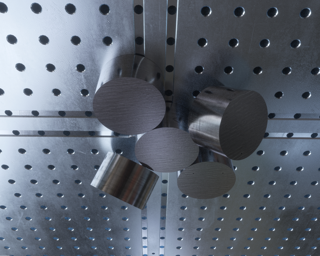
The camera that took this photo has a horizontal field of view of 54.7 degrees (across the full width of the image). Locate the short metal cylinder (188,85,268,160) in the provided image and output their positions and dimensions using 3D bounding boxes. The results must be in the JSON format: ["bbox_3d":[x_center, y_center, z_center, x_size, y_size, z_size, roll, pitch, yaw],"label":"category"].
[{"bbox_3d":[0.080,-0.008,0.363,0.081,0.050,0.079,-11,109,-34],"label":"short metal cylinder"}]

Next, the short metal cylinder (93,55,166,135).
[{"bbox_3d":[-0.034,-0.038,0.362,0.081,0.050,0.079,0,130,0],"label":"short metal cylinder"}]

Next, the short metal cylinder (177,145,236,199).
[{"bbox_3d":[0.064,0.057,0.445,0.081,0.050,0.079,0,130,0],"label":"short metal cylinder"}]

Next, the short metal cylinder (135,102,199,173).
[{"bbox_3d":[0.009,0.013,0.406,0.081,0.050,0.079,0,130,0],"label":"short metal cylinder"}]

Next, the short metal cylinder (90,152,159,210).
[{"bbox_3d":[-0.048,0.074,0.430,0.080,0.050,0.080,24,166,7],"label":"short metal cylinder"}]
